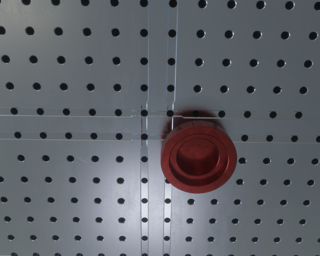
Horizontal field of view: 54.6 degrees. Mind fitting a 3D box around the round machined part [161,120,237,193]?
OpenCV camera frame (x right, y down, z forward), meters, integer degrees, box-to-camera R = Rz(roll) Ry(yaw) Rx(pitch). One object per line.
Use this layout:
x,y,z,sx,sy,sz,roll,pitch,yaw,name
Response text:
0.050,0.035,0.418,0.099,0.042,0.097,0,110,0,round machined part
